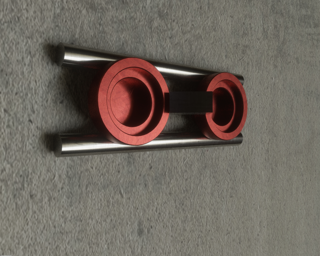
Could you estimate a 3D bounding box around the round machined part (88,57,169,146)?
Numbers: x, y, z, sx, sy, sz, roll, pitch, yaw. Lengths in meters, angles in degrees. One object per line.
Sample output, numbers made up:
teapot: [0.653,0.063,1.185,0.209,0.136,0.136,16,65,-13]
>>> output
round machined part: [-0.038,-0.029,0.357,0.099,0.042,0.097,0,90,-40]

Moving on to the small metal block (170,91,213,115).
small metal block: [0.038,-0.030,0.387,0.050,0.050,0.025,0,90,3]

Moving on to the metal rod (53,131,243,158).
metal rod: [0.011,0.017,0.414,0.302,0.025,0.025,0,90,-40]

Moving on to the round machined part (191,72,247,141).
round machined part: [0.083,-0.031,0.457,0.099,0.042,0.097,0,90,-40]

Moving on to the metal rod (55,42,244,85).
metal rod: [0.013,-0.076,0.416,0.302,0.025,0.025,0,90,-40]
